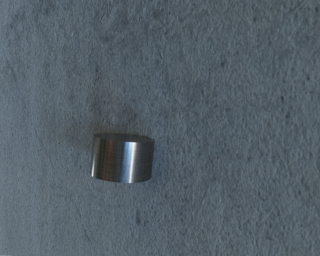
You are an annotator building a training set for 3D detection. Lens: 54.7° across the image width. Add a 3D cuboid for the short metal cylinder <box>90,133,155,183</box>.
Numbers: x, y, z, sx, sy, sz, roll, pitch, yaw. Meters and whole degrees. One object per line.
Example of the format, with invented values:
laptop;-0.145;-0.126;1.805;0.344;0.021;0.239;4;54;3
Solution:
short metal cylinder;-0.049;0.037;0.408;0.080;0.081;0.050;10;96;39
